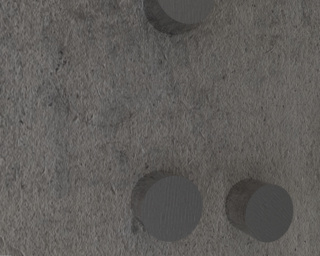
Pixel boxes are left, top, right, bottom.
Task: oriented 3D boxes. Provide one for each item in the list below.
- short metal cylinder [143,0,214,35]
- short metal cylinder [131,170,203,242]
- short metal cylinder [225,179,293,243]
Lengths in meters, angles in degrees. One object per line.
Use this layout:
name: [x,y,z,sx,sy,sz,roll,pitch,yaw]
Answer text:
short metal cylinder: [0.023,-0.168,0.404,0.081,0.050,0.080,0,90,-20]
short metal cylinder: [0.008,0.098,0.399,0.081,0.050,0.080,0,90,-20]
short metal cylinder: [0.143,0.117,0.448,0.081,0.050,0.080,0,90,-20]
